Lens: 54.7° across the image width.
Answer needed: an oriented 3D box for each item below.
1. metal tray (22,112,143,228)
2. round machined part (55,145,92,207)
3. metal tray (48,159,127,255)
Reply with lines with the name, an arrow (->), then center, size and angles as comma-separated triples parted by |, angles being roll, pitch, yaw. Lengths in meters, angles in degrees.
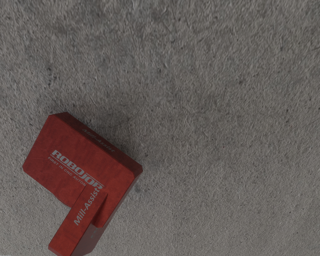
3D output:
metal tray -> -0.099, 0.051, 0.390 | 0.130, 0.030, 0.090 | 35, 106, 8
round machined part -> -0.108, 0.063, 0.432 | 0.098, 0.042, 0.097 | 8, 114, 19
metal tray -> -0.082, 0.104, 0.410 | 0.030, 0.130, 0.090 | 29, 170, 13
